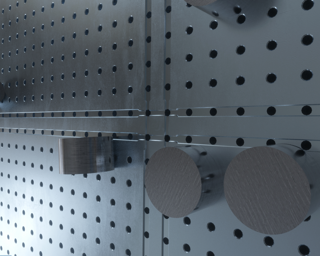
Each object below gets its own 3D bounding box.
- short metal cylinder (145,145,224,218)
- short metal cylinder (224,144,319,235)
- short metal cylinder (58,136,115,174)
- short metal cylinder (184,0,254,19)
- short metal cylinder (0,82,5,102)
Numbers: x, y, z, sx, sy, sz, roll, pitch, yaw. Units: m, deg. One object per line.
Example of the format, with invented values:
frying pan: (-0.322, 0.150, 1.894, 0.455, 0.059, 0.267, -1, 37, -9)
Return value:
short metal cylinder: (0.029, 0.061, 0.368, 0.080, 0.050, 0.079, 0, 90, 39)
short metal cylinder: (0.110, 0.056, 0.301, 0.080, 0.050, 0.079, 0, 90, 39)
short metal cylinder: (-0.109, 0.039, 0.461, 0.080, 0.081, 0.050, -5, 87, 39)
short metal cylinder: (0.064, -0.167, 0.339, 0.080, 0.050, 0.079, 0, 90, 39)
short metal cylinder: (-0.405, -0.078, 0.702, 0.050, 0.081, 0.080, -28, 73, 36)
